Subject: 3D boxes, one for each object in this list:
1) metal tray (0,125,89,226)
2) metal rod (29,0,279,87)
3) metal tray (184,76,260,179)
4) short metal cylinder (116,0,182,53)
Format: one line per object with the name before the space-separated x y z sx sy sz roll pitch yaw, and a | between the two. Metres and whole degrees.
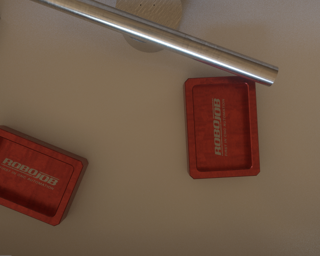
metal tray | -0.173 0.061 0.406 0.131 0.030 0.090 22 90 -1
metal rod | -0.009 -0.111 0.361 0.302 0.025 0.025 20 90 -1
metal tray | 0.080 -0.001 0.409 0.091 0.030 0.129 -3 90 -1
short metal cylinder | -0.014 -0.143 0.399 0.081 0.050 0.079 0 90 -1
